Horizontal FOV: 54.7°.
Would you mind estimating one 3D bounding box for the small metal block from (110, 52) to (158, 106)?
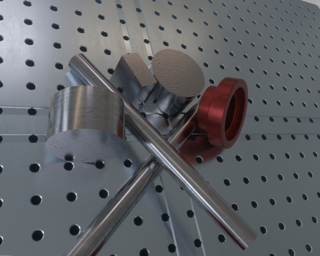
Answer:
[{"bbox_3d":[-0.036,-0.063,0.411,0.025,0.050,0.050,-23,75,-36],"label":"small metal block"}]

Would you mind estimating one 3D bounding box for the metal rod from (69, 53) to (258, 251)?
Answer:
[{"bbox_3d":[-0.007,0.016,0.364,0.300,0.025,0.025,46,50,15],"label":"metal rod"}]

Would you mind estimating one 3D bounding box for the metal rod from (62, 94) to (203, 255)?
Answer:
[{"bbox_3d":[-0.002,0.040,0.382,0.025,0.025,0.301,42,51,0],"label":"metal rod"}]

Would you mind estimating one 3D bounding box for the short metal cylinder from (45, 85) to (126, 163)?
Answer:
[{"bbox_3d":[-0.078,-0.002,0.332,0.081,0.080,0.050,9,58,-24],"label":"short metal cylinder"}]

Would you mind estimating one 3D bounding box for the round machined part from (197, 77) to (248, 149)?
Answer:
[{"bbox_3d":[0.086,-0.023,0.434,0.042,0.097,0.098,15,44,30],"label":"round machined part"}]

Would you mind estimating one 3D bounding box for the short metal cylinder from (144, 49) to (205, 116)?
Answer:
[{"bbox_3d":[0.016,-0.064,0.439,0.081,0.050,0.080,13,57,-21],"label":"short metal cylinder"}]
